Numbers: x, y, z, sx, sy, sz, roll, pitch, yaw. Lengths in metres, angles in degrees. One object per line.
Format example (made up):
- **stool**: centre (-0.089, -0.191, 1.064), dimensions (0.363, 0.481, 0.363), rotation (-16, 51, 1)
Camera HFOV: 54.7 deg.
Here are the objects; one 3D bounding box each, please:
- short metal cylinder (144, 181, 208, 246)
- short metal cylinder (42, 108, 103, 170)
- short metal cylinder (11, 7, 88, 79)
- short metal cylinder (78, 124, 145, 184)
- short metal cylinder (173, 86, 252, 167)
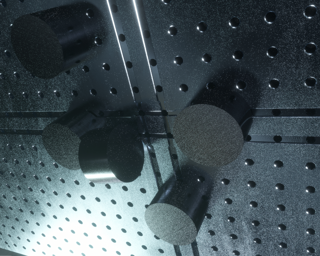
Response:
- **short metal cylinder**: centre (0.024, 0.126, 0.459), dimensions (0.080, 0.050, 0.079), rotation (13, 124, 20)
- **short metal cylinder**: centre (-0.130, 0.017, 0.472), dimensions (0.080, 0.050, 0.079), rotation (13, 124, 20)
- **short metal cylinder**: centre (-0.141, -0.110, 0.400), dimensions (0.080, 0.050, 0.079), rotation (13, 124, 20)
- **short metal cylinder**: centre (-0.066, 0.037, 0.431), dimensions (0.050, 0.080, 0.080), rotation (-9, 114, 32)
- **short metal cylinder**: centre (0.062, -0.002, 0.360), dimensions (0.080, 0.050, 0.079), rotation (13, 124, 20)
